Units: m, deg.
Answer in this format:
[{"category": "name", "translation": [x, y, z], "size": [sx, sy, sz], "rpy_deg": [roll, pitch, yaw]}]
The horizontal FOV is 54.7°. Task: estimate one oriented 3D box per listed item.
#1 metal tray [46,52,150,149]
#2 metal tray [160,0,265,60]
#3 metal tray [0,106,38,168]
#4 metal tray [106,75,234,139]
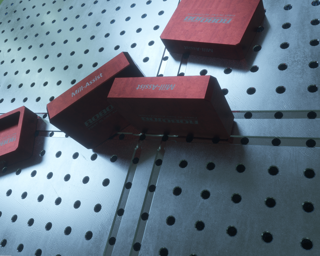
[{"category": "metal tray", "translation": [-0.073, -0.033, 0.423], "size": [0.130, 0.090, 0.030], "rpy_deg": [-34, 52, 6]}, {"category": "metal tray", "translation": [0.075, -0.151, 0.458], "size": [0.130, 0.030, 0.090], "rpy_deg": [16, 70, 34]}, {"category": "metal tray", "translation": [-0.277, 0.024, 0.532], "size": [0.130, 0.030, 0.090], "rpy_deg": [-19, 54, 16]}, {"category": "metal tray", "translation": [0.013, -0.024, 0.372], "size": [0.130, 0.090, 0.030], "rpy_deg": [4, 64, 29]}]
